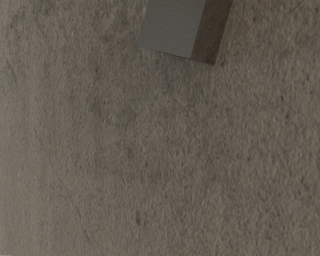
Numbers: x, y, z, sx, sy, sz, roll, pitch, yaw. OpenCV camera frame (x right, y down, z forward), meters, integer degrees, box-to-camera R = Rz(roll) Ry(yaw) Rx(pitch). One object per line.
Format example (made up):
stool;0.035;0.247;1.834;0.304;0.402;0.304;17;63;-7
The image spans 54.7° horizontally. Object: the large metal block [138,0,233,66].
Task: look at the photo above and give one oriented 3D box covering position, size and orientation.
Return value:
large metal block;0.029;-0.124;0.363;0.080;0.050;0.079;24;105;37
